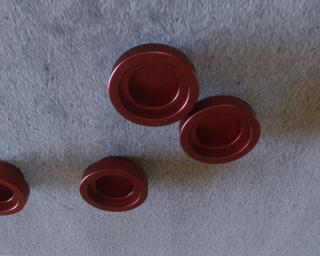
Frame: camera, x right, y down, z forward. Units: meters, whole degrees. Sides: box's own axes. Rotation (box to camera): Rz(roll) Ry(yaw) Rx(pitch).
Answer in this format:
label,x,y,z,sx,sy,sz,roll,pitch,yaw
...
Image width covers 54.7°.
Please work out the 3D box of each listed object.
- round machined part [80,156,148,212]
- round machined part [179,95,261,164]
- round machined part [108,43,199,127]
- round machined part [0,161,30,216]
label,x,y,z,sx,sy,sz,roll,pitch,yaw
round machined part,-0.066,0.080,0.463,0.099,0.042,0.097,-1,130,0
round machined part,0.073,-0.002,0.395,0.099,0.042,0.097,-1,130,0
round machined part,-0.007,-0.051,0.352,0.099,0.042,0.097,-1,130,0
round machined part,-0.246,0.086,0.466,0.099,0.042,0.097,-1,130,0
